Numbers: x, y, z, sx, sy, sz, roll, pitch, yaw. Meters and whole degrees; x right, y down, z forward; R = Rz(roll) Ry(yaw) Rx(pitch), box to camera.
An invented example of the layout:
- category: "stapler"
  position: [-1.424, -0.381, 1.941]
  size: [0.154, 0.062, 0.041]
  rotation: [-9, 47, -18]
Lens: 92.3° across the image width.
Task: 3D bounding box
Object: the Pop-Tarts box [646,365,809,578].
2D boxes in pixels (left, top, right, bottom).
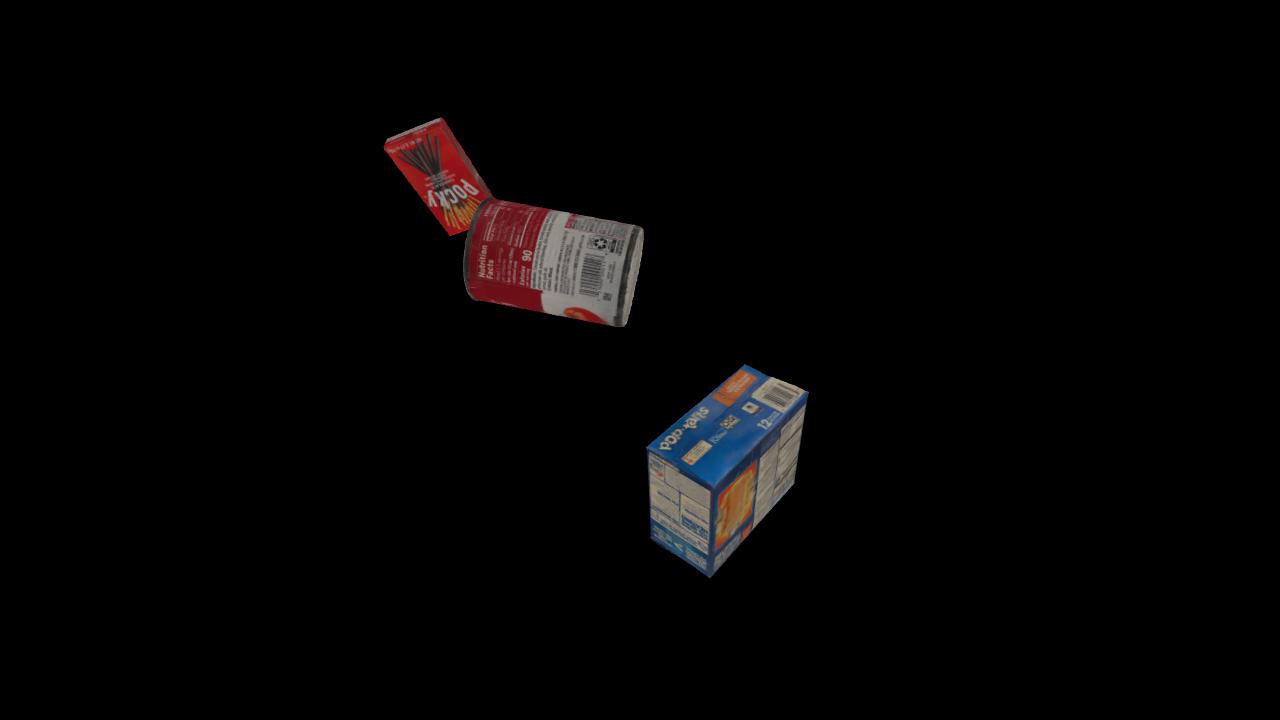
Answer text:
- category: "Pop-Tarts box"
  position: [0.092, 0.112, 0.643]
  size: [0.083, 0.141, 0.167]
  rotation: [27, 47, 34]

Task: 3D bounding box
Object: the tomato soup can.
- category: "tomato soup can"
  position: [-0.052, -0.063, 0.396]
  size: [0.101, 0.068, 0.068]
  rotation: [11, 1, 3]

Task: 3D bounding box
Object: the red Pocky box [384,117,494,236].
- category: "red Pocky box"
  position: [-0.260, -0.241, 0.828]
  size: [0.083, 0.028, 0.155]
  rotation: [-18, -40, 10]
